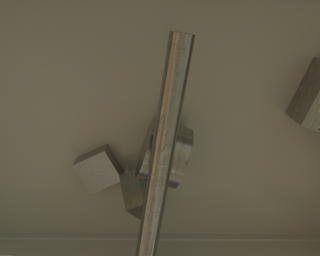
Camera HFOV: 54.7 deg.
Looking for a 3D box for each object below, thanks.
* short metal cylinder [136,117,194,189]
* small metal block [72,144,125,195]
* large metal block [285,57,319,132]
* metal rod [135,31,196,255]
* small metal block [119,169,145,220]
[{"bbox_3d":[0.004,0.032,0.394,0.050,0.080,0.079,17,109,-7],"label":"short metal cylinder"},{"bbox_3d":[-0.085,0.057,0.431,0.050,0.025,0.050,-25,109,8],"label":"small metal block"},{"bbox_3d":[0.221,-0.034,0.389,0.080,0.050,0.079,18,109,-7],"label":"large metal block"},{"bbox_3d":[0.000,0.048,0.343,0.025,0.025,0.298,8,110,-3],"label":"metal rod"},{"bbox_3d":[-0.030,0.091,0.421,0.025,0.050,0.050,-22,146,8],"label":"small metal block"}]
